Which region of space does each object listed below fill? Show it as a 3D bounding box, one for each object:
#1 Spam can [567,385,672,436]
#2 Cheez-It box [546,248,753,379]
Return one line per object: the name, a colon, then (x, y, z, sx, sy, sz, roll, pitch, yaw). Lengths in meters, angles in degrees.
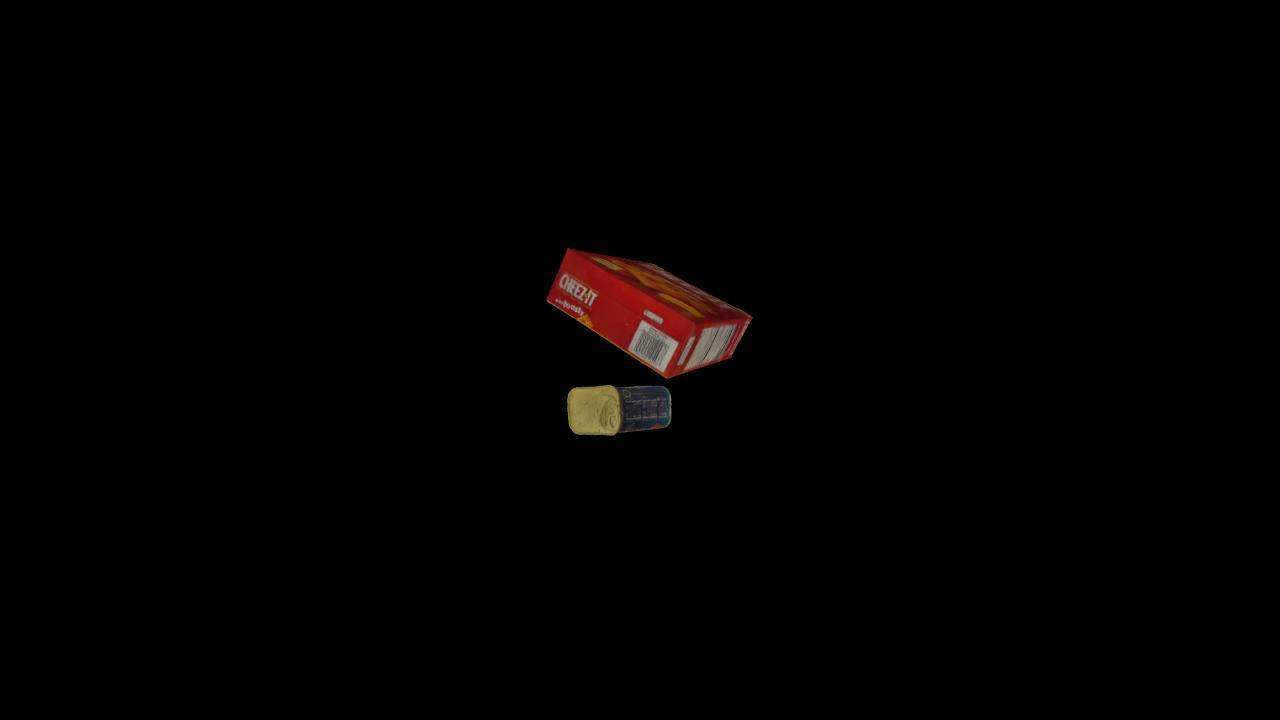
Spam can: (-0.025, 0.059, 0.745, 0.085, 0.058, 0.101, -1, -3, -42)
Cheez-It box: (0.021, -0.058, 0.717, 0.166, 0.071, 0.223, 32, 17, 19)
